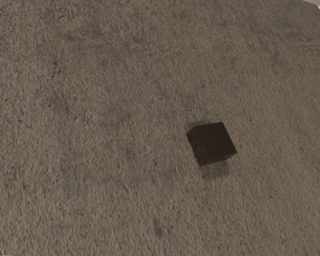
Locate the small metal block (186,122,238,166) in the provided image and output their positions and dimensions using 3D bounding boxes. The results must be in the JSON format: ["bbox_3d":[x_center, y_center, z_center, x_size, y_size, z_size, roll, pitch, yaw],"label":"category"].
[{"bbox_3d":[0.072,0.021,0.431,0.050,0.025,0.050,-8,66,-32],"label":"small metal block"}]
